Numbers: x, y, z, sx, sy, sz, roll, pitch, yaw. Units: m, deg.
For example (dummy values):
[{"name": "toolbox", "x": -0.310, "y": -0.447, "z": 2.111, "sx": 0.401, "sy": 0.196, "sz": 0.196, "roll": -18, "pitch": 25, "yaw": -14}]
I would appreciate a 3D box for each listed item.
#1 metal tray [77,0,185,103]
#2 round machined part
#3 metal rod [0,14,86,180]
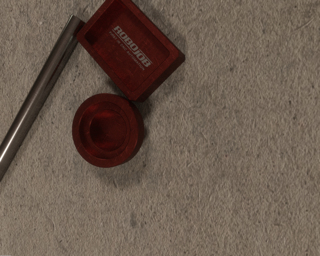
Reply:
[{"name": "metal tray", "x": -0.041, "y": -0.110, "z": 0.419, "sx": 0.090, "sy": 0.030, "sz": 0.130, "roll": -44, "pitch": 77, "yaw": 14}, {"name": "round machined part", "x": -0.066, "y": 0.003, "z": 0.422, "sx": 0.098, "sy": 0.042, "sz": 0.097, "roll": 0, "pitch": 91, "yaw": 20}, {"name": "metal rod", "x": -0.197, "y": -0.035, "z": 0.476, "sx": 0.025, "sy": 0.025, "sz": 0.299, "roll": 36, "pitch": 101, "yaw": 16}]
